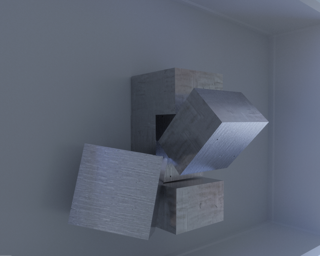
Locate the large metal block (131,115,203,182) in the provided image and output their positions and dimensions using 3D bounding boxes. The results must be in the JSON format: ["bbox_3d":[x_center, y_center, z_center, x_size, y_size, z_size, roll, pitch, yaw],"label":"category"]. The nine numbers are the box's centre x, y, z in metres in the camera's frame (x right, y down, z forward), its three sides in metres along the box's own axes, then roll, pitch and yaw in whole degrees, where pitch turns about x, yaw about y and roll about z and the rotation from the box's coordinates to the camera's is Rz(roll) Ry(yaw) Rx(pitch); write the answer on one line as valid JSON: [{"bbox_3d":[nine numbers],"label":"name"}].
[{"bbox_3d":[0.010,0.024,0.401,0.081,0.050,0.079,-1,91,-40],"label":"large metal block"}]

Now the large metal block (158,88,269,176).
[{"bbox_3d":[0.058,0.004,0.347,0.081,0.079,0.050,-1,46,-40],"label":"large metal block"}]

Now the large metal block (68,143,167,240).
[{"bbox_3d":[-0.041,0.064,0.326,0.050,0.080,0.080,56,44,-79],"label":"large metal block"}]

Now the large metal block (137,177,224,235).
[{"bbox_3d":[0.022,0.090,0.389,0.081,0.080,0.050,0,90,-40],"label":"large metal block"}]

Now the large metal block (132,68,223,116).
[{"bbox_3d":[0.021,-0.041,0.387,0.081,0.080,0.050,-2,91,-40],"label":"large metal block"}]
